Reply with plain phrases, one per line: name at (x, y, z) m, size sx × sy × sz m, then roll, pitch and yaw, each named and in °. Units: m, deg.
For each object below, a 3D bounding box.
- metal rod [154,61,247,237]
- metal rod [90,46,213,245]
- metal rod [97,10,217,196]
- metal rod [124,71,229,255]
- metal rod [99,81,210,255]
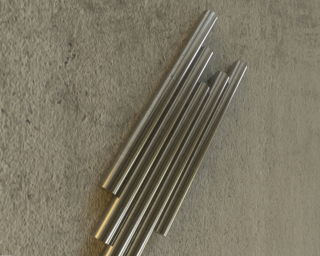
metal rod at (0.065, 0.017, 0.463) m, size 0.025 × 0.025 × 0.300 m, roll 44°, pitch 64°, yaw -32°
metal rod at (0.000, 0.006, 0.408) m, size 0.025 × 0.025 × 0.300 m, roll 44°, pitch 63°, yaw -32°
metal rod at (0.007, -0.049, 0.414) m, size 0.025 × 0.025 × 0.300 m, roll 44°, pitch 64°, yaw -32°
metal rod at (0.029, 0.039, 0.433) m, size 0.025 × 0.025 × 0.300 m, roll 44°, pitch 64°, yaw -32°
metal rod at (-0.006, 0.059, 0.403) m, size 0.025 × 0.025 × 0.300 m, roll 44°, pitch 63°, yaw -32°
